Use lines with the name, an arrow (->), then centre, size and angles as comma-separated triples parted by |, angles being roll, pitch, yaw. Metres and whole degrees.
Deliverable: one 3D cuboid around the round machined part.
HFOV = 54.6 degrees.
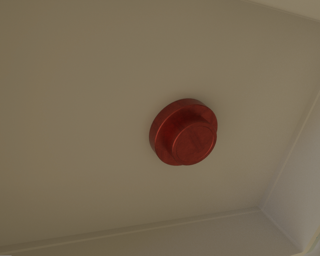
round machined part -> 0.038, 0.012, 0.425 | 0.099, 0.042, 0.097 | -14, 124, -21
